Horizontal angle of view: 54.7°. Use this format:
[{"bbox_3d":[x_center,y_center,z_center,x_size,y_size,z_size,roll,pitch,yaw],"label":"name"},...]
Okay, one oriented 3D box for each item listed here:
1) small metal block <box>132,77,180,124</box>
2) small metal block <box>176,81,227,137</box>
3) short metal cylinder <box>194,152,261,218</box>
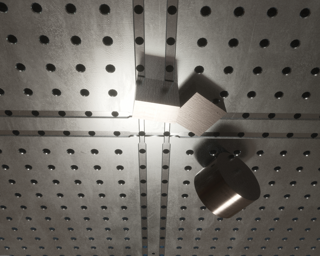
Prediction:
[{"bbox_3d":[-0.005,-0.034,0.367,0.050,0.050,0.025,8,130,-7],"label":"small metal block"},{"bbox_3d":[0.047,-0.023,0.393,0.050,0.025,0.050,31,124,-24],"label":"small metal block"},{"bbox_3d":[0.097,0.082,0.447,0.080,0.080,0.050,27,125,-22],"label":"short metal cylinder"}]
